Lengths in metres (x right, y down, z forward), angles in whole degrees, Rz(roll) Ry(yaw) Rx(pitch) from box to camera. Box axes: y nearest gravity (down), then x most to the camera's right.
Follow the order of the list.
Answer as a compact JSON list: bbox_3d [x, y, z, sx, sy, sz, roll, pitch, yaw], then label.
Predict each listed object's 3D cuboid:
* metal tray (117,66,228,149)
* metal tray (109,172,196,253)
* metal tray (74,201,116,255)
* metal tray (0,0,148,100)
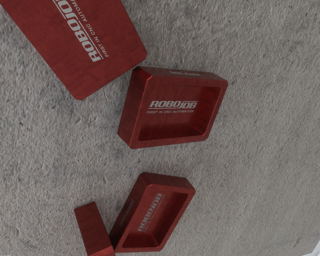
[{"bbox_3d":[0.019,-0.025,0.382,0.131,0.030,0.089,-4,121,-39],"label":"metal tray"},{"bbox_3d":[-0.012,0.133,0.479,0.091,0.030,0.129,14,111,-34],"label":"metal tray"},{"bbox_3d":[-0.081,0.178,0.430,0.030,0.090,0.129,-19,126,-18],"label":"metal tray"},{"bbox_3d":[-0.080,-0.101,0.297,0.090,0.030,0.130,-35,129,-5],"label":"metal tray"}]
